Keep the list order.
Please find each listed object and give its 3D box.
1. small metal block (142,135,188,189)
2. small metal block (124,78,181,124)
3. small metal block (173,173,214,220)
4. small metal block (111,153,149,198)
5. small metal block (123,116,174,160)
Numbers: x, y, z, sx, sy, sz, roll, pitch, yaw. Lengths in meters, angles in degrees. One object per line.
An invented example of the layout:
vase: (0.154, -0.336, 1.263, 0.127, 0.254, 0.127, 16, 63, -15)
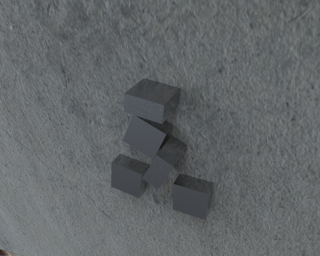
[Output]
small metal block: (0.007, 0.045, 0.414, 0.025, 0.050, 0.050, 34, 129, 5)
small metal block: (-0.009, -0.034, 0.373, 0.050, 0.050, 0.025, 18, 125, 17)
small metal block: (0.047, 0.098, 0.442, 0.050, 0.025, 0.050, 13, 124, 20)
small metal block: (-0.046, 0.073, 0.475, 0.050, 0.025, 0.050, 19, 126, 17)
small metal block: (-0.017, 0.007, 0.418, 0.050, 0.025, 0.050, 32, 128, 7)
